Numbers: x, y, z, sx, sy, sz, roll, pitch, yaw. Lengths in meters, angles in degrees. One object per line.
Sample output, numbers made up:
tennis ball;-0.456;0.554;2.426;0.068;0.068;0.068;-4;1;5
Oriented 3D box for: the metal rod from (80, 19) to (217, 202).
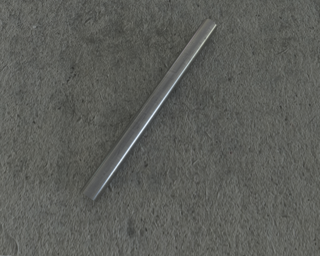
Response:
metal rod;-0.006;-0.035;0.420;0.025;0.025;0.300;31;73;10
